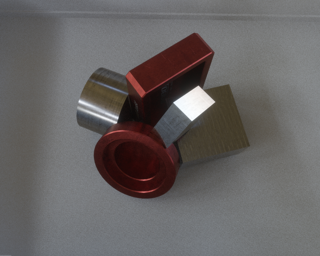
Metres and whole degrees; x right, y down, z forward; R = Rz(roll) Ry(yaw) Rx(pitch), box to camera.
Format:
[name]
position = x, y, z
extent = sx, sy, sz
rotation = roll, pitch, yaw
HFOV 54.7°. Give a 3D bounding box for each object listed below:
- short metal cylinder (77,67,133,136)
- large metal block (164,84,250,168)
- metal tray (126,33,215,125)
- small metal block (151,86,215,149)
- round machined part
[short metal cylinder]
position = -0.061, -0.030, 0.389
extent = 0.050, 0.080, 0.080
rotation = 21, 71, 7
[large metal block]
position = 0.055, -0.001, 0.388
extent = 0.081, 0.050, 0.080
rotation = -13, 75, -5
[metal tray]
position = 0.010, -0.045, 0.369
extent = 0.090, 0.130, 0.030
rotation = -33, 75, -12
[small metal block]
position = 0.024, -0.012, 0.327
extent = 0.025, 0.050, 0.050
rotation = 46, 44, 7
[round machined part]
position = -0.024, 0.033, 0.367
extent = 0.098, 0.097, 0.042
rotation = 19, 36, 6
